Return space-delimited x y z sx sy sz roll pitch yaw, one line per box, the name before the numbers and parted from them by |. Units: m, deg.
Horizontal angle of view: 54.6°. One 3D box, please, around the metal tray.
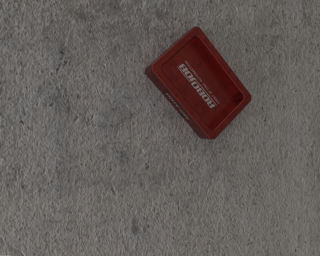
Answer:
metal tray | 0.055 -0.059 0.426 0.090 0.030 0.130 -45 104 -14
